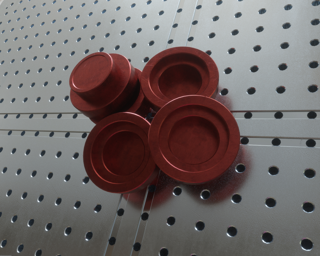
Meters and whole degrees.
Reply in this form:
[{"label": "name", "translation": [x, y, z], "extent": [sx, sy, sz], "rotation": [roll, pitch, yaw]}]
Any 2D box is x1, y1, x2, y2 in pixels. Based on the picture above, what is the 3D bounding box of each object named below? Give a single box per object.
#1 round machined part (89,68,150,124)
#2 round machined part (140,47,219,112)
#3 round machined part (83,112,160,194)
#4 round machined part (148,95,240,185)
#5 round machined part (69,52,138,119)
[{"label": "round machined part", "translation": [-0.052, -0.036, 0.445], "extent": [0.098, 0.042, 0.098], "rotation": [-13, 56, 20]}, {"label": "round machined part", "translation": [0.027, -0.055, 0.404], "extent": [0.099, 0.042, 0.098], "rotation": [-4, 63, 8]}, {"label": "round machined part", "translation": [-0.042, 0.033, 0.386], "extent": [0.098, 0.042, 0.098], "rotation": [-4, 75, 16]}, {"label": "round machined part", "translation": [0.038, 0.015, 0.352], "extent": [0.099, 0.042, 0.098], "rotation": [-2, 74, 6]}, {"label": "round machined part", "translation": [-0.084, -0.065, 0.425], "extent": [0.098, 0.042, 0.098], "rotation": [-13, 56, 20]}]
